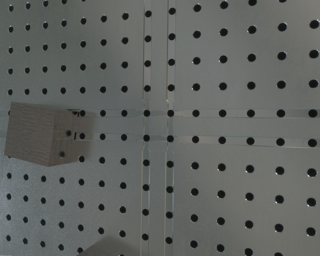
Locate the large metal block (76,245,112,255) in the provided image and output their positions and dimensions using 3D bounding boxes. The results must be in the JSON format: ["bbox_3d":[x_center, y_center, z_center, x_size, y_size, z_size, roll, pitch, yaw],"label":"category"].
[{"bbox_3d":[-0.086,0.226,0.430,0.080,0.050,0.080,19,97,19],"label":"large metal block"}]

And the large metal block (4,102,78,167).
[{"bbox_3d":[-0.177,0.008,0.463,0.080,0.050,0.080,11,94,19],"label":"large metal block"}]
